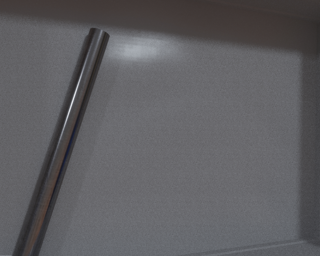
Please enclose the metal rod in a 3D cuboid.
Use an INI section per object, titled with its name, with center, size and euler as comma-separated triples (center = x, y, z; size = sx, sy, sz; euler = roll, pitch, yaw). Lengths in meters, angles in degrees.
[metal rod]
center = -0.116, 0.025, 0.367
size = 0.025, 0.025, 0.299
euler = 19, 84, -19
